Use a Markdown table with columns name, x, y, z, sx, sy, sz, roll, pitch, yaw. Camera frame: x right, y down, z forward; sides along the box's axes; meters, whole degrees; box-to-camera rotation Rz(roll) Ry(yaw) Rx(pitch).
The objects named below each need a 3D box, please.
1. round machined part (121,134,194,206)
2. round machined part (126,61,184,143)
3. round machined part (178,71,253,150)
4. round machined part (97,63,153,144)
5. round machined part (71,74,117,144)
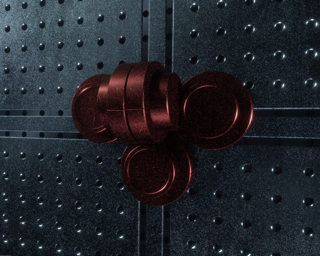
| name | x | y | z | sx | sy | sz | roll | pitch | yaw |
| --- | --- | --- | --- | --- | --- | --- | --- | --- | --- |
| round machined part | -0.007 | 0.054 | 0.405 | 0.098 | 0.042 | 0.097 | 0 | 90 | 19 |
| round machined part | 0.000 | -0.031 | 0.367 | 0.042 | 0.098 | 0.097 | -1 | 90 | 20 |
| round machined part | 0.062 | -0.022 | 0.380 | 0.098 | 0.042 | 0.097 | 0 | 90 | 19 |
| round machined part | -0.042 | -0.030 | 0.381 | 0.042 | 0.098 | 0.097 | 1 | 91 | 20 |
| round machined part | -0.083 | -0.027 | 0.431 | 0.098 | 0.042 | 0.097 | 0 | 90 | 19 |
